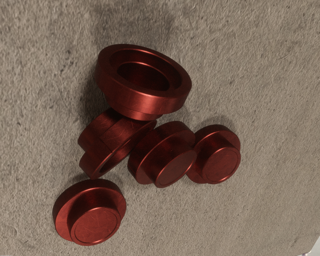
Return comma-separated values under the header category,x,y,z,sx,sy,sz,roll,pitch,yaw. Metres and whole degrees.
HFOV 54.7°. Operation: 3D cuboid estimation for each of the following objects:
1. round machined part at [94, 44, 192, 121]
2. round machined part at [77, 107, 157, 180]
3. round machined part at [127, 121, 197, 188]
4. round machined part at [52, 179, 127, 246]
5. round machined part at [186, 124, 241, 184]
category,x,y,z,sx,sy,sz,roll,pitch,yaw
round machined part,-0.020,-0.045,0.325,0.099,0.098,0.042,0,132,-29
round machined part,-0.053,0.010,0.352,0.098,0.042,0.098,-42,173,-6
round machined part,0.010,0.041,0.407,0.099,0.042,0.097,-31,149,-21
round machined part,-0.092,0.121,0.422,0.099,0.042,0.097,-14,125,-21
round machined part,0.083,0.047,0.473,0.099,0.042,0.097,-14,125,-21
